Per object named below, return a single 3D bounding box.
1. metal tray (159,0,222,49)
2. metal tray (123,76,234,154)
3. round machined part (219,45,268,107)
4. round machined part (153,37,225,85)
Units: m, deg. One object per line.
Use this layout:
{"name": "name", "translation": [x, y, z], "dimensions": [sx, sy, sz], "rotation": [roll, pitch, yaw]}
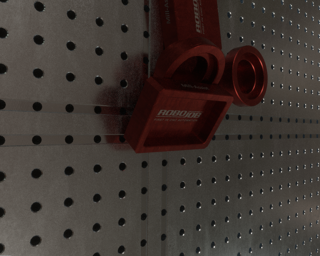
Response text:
{"name": "metal tray", "translation": [0.043, -0.171, 0.444], "dimensions": [0.091, 0.030, 0.129], "rotation": [-13, 98, -40]}
{"name": "metal tray", "translation": [0.027, -0.014, 0.400], "dimensions": [0.131, 0.030, 0.089], "rotation": [0, 125, -40]}
{"name": "round machined part", "translation": [0.133, -0.083, 0.512], "dimensions": [0.099, 0.042, 0.097], "rotation": [0, 90, -40]}
{"name": "round machined part", "translation": [0.033, -0.076, 0.406], "dimensions": [0.099, 0.042, 0.097], "rotation": [-23, 142, -19]}
